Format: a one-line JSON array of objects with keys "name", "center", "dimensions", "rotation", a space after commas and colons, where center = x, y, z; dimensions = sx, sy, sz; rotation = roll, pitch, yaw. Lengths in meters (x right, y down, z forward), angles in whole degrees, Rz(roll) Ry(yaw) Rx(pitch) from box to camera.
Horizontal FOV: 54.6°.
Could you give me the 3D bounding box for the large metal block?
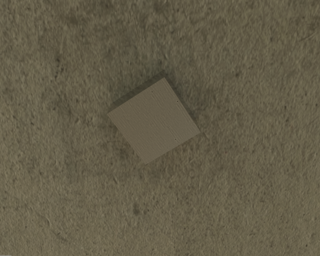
[{"name": "large metal block", "center": [-0.007, -0.014, 0.391], "dimensions": [0.080, 0.050, 0.080], "rotation": [-32, 107, 11]}]
